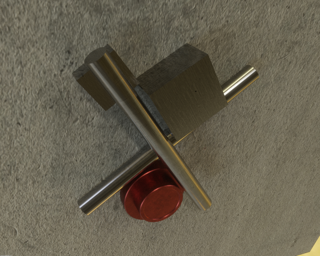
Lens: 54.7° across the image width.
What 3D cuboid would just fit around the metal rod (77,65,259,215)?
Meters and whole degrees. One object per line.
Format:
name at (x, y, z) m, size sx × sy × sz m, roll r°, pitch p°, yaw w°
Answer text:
metal rod at (0.013, 0.015, 0.428) m, size 0.301 × 0.025 × 0.025 m, roll -39°, pitch 130°, yaw -2°

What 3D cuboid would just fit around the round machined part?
round machined part at (-0.005, 0.099, 0.457) m, size 0.099 × 0.042 × 0.097 m, roll -14°, pitch 125°, yaw -21°

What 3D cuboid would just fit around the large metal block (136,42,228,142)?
large metal block at (0.027, -0.044, 0.383) m, size 0.080 × 0.050 × 0.080 m, roll -36°, pitch 130°, yaw -5°

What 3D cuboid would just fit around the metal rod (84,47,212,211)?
metal rod at (0.004, 0.025, 0.394) m, size 0.025 × 0.025 × 0.300 m, roll -38°, pitch 130°, yaw -3°

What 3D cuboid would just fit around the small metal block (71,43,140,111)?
small metal block at (-0.060, -0.056, 0.344) m, size 0.050 × 0.025 × 0.050 m, roll -40°, pitch 130°, yaw -1°
